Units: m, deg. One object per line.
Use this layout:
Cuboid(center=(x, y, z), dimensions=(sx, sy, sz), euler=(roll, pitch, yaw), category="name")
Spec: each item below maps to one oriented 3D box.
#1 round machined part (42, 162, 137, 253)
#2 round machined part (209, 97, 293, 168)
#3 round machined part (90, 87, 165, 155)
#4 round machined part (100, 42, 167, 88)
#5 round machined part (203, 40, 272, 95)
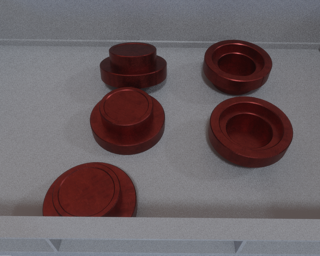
Cuboid(center=(-0.074, 0.076, 0.329), dimensions=(0.099, 0.042, 0.098), euler=(0, 50, 0), category="round machined part")
Cuboid(center=(0.110, 0.009, 0.388), dimensions=(0.099, 0.042, 0.098), euler=(0, 50, 0), category="round machined part")
Cuboid(center=(-0.043, -0.016, 0.407), dimensions=(0.099, 0.042, 0.098), euler=(0, 50, 0), category="round machined part")
Cuboid(center=(-0.039, -0.097, 0.456), dimensions=(0.099, 0.042, 0.098), euler=(0, 32, 0), category="round machined part")
Cuboid(center=(0.115, -0.088, 0.469), dimensions=(0.099, 0.042, 0.098), euler=(0, 50, 0), category="round machined part")
